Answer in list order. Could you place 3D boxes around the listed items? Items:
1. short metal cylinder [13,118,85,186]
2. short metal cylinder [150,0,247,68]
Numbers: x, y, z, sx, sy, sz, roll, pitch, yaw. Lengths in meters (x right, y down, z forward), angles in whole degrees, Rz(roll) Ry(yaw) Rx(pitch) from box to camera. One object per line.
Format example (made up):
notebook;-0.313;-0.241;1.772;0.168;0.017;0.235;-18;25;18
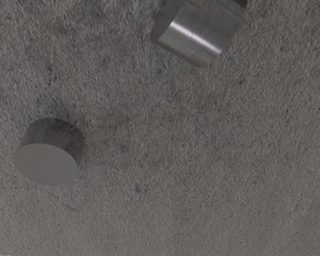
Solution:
short metal cylinder;-0.146;0.033;0.417;0.081;0.050;0.079;0;130;0
short metal cylinder;0.033;-0.103;0.284;0.050;0.080;0.080;25;126;-20
